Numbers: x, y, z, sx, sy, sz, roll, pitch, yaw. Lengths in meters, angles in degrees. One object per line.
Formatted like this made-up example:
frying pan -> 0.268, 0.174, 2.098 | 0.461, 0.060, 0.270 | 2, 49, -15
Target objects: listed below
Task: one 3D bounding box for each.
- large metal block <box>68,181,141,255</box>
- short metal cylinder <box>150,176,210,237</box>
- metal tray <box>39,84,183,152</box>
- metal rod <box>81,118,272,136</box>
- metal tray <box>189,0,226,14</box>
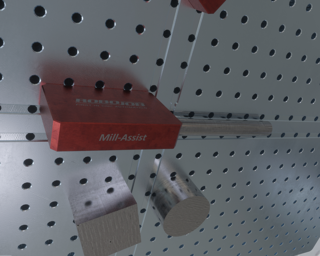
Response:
large metal block -> -0.076, 0.131, 0.435 | 0.081, 0.050, 0.079 | -16, 125, -20
short metal cylinder -> 0.031, 0.123, 0.488 | 0.081, 0.050, 0.079 | -14, 124, -21
metal tray -> -0.054, -0.012, 0.332 | 0.131, 0.090, 0.030 | 1, 118, -29
metal rod -> 0.042, -0.001, 0.433 | 0.303, 0.025, 0.025 | 1, 118, -29
metal tray -> 0.068, -0.199, 0.322 | 0.130, 0.030, 0.090 | -47, 129, 4
